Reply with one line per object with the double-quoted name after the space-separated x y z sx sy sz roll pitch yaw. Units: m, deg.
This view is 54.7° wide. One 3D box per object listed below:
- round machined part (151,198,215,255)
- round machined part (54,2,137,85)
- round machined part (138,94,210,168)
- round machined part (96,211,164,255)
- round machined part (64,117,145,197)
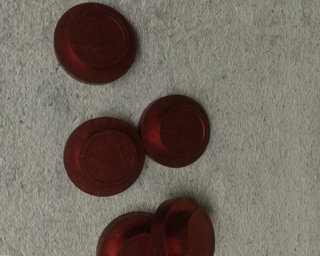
0.035 0.136 0.386 0.098 0.042 0.098 29 53 -47 "round machined part"
-0.075 -0.102 0.372 0.099 0.042 0.097 0 90 -20 "round machined part"
0.023 0.004 0.408 0.099 0.042 0.097 0 90 -20 "round machined part"
-0.028 0.159 0.390 0.099 0.042 0.097 0 90 -20 "round machined part"
-0.065 0.035 0.376 0.099 0.042 0.097 0 90 -20 "round machined part"
